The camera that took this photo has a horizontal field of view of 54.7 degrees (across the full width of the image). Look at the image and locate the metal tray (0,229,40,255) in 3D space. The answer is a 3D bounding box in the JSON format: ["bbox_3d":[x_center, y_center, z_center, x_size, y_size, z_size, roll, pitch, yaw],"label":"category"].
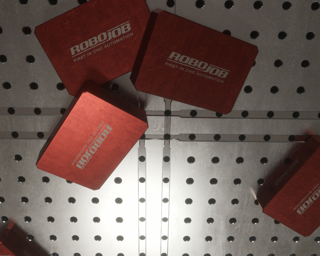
[{"bbox_3d":[-0.233,0.233,0.493,0.090,0.030,0.130,-35,107,11],"label":"metal tray"}]

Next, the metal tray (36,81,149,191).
[{"bbox_3d":[-0.087,0.015,0.397,0.090,0.030,0.129,28,115,-24],"label":"metal tray"}]

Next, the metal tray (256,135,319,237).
[{"bbox_3d":[0.217,0.086,0.446,0.090,0.030,0.129,32,107,-12],"label":"metal tray"}]

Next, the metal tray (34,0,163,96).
[{"bbox_3d":[-0.068,-0.105,0.371,0.130,0.030,0.090,-23,109,7],"label":"metal tray"}]

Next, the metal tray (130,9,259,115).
[{"bbox_3d":[0.040,-0.075,0.367,0.131,0.030,0.089,13,110,-21],"label":"metal tray"}]
